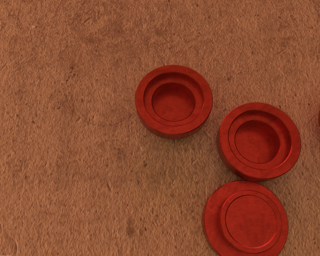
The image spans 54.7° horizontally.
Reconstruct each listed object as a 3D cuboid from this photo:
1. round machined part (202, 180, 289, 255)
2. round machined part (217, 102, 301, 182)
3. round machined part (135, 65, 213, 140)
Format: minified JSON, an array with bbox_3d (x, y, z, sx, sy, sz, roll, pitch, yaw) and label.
[{"bbox_3d":[0.100,0.109,0.360,0.099,0.042,0.098,0,70,0],"label":"round machined part"},{"bbox_3d":[0.121,0.020,0.392,0.099,0.042,0.098,0,70,0],"label":"round machined part"},{"bbox_3d":[0.018,-0.031,0.410,0.099,0.042,0.098,0,70,0],"label":"round machined part"}]
